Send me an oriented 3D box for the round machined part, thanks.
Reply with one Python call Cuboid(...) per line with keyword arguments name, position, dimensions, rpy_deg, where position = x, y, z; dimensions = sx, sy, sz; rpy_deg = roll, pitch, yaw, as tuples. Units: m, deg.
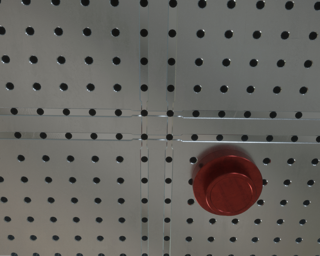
Cuboid(name="round machined part", position=(0.096, 0.083, 0.436), dimensions=(0.099, 0.042, 0.097), rpy_deg=(0, 110, 0))
